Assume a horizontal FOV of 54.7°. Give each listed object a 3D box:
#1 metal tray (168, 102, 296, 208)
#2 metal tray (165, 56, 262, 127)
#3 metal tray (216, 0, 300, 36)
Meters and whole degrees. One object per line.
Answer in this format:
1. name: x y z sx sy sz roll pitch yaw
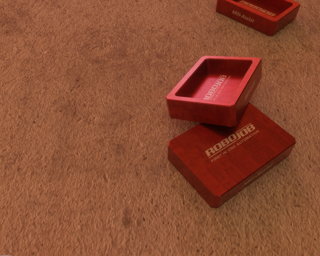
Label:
1. metal tray: 0.086 0.026 0.379 0.131 0.030 0.090 -29 56 -22
2. metal tray: 0.077 -0.056 0.419 0.090 0.030 0.131 10 40 28
3. metal tray: 0.186 -0.232 0.595 0.130 0.030 0.091 37 59 27
